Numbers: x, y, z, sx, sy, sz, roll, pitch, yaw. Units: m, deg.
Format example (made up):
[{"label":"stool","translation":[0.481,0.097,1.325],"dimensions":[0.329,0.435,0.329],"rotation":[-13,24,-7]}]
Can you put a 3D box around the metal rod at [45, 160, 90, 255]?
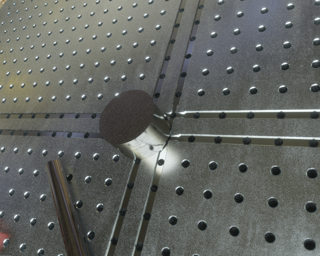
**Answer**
[{"label":"metal rod","translation":[-0.094,0.154,0.362],"dimensions":[0.025,0.025,0.300],"rotation":[-36,51,5]}]

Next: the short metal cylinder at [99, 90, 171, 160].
[{"label":"short metal cylinder","translation":[-0.033,-0.004,0.412],"dimensions":[0.080,0.050,0.080],"rotation":[-13,56,21]}]
